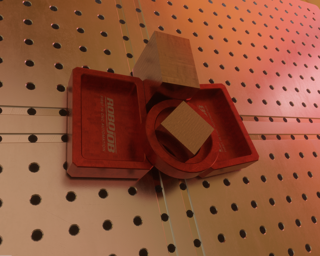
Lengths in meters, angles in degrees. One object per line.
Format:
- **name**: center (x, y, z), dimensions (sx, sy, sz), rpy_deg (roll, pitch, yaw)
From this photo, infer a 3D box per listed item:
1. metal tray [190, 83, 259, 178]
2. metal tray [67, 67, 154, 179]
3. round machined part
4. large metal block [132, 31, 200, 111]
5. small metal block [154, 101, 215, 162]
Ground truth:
- **metal tray**: center (0.075, -0.001, 0.441), dimensions (0.091, 0.030, 0.130), rpy_deg (-7, 65, -31)
- **metal tray**: center (-0.061, -0.007, 0.371), dimensions (0.091, 0.030, 0.130), rpy_deg (6, 59, -25)
- **round machined part**: center (0.020, 0.017, 0.381), dimensions (0.099, 0.042, 0.098), rpy_deg (14, 56, -21)
- **large metal block**: center (0.004, -0.066, 0.411), dimensions (0.050, 0.080, 0.080), rpy_deg (6, 59, -25)
- **small metal block**: center (0.028, 0.004, 0.362), dimensions (0.050, 0.025, 0.050), rpy_deg (43, 51, 1)
